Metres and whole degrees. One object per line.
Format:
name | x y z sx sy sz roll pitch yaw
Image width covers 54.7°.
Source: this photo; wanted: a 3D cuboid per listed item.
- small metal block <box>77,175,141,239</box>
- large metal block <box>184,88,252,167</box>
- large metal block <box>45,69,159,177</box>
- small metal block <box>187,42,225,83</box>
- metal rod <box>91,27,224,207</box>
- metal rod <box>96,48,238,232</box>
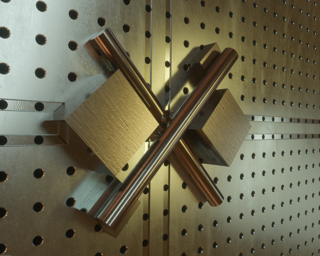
small metal block | -0.058 0.090 0.361 0.050 0.025 0.050 52 60 -27
large metal block | 0.083 -0.001 0.462 0.080 0.050 0.080 51 60 -28
large metal block | -0.061 -0.006 0.342 0.080 0.050 0.080 -51 120 -28
small metal block | 0.076 -0.093 0.473 0.050 0.025 0.050 -52 120 -27
metal rod | 0.010 0.003 0.416 0.025 0.025 0.299 -50 120 -28
metal rod | 0.024 -0.004 0.396 0.301 0.025 0.025 -52 121 -27
